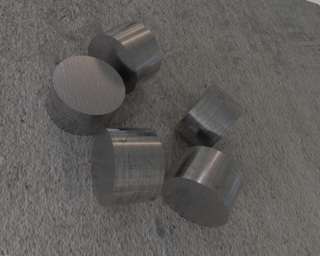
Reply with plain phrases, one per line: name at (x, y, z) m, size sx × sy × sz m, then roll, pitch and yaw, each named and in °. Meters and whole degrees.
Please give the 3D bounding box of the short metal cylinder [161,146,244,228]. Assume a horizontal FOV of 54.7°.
short metal cylinder at (0.048, 0.067, 0.354) m, size 0.080 × 0.080 × 0.050 m, roll 40°, pitch 51°, yaw -2°

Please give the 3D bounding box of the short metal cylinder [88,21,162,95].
short metal cylinder at (-0.045, -0.090, 0.399) m, size 0.080 × 0.080 × 0.050 m, roll 45°, pitch 51°, yaw 3°

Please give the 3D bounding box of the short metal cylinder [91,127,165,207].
short metal cylinder at (-0.036, 0.039, 0.325) m, size 0.050 × 0.080 × 0.080 m, roll 1°, pitch 61°, yaw -28°

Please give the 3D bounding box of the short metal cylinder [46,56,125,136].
short metal cylinder at (-0.087, -0.037, 0.363) m, size 0.081 × 0.050 × 0.080 m, roll 14°, pitch 56°, yaw -21°

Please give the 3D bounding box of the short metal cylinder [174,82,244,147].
short metal cylinder at (0.064, -0.014, 0.411) m, size 0.050 × 0.080 × 0.080 m, roll 41°, pitch 51°, yaw 0°
